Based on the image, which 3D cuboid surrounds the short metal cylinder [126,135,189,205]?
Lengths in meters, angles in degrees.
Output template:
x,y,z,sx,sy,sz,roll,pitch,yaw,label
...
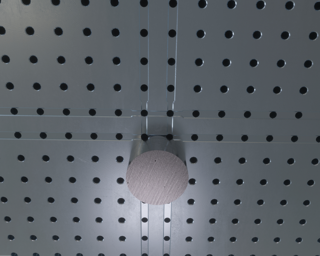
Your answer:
x,y,z,sx,sy,sz,roll,pitch,yaw,label
-0.003,0.056,0.421,0.080,0.050,0.079,0,110,0,short metal cylinder
